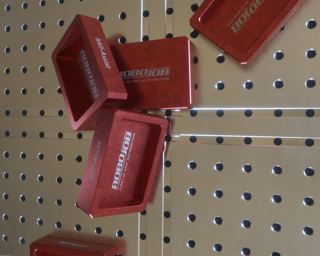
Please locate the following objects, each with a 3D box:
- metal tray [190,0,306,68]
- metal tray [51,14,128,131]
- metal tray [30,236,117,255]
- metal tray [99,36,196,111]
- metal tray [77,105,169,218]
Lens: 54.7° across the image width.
[{"bbox_3d":[0.111,-0.150,0.370,0.090,0.030,0.130,43,103,14],"label":"metal tray"},{"bbox_3d":[-0.098,-0.072,0.412,0.090,0.030,0.130,-39,65,38],"label":"metal tray"},{"bbox_3d":[-0.128,0.215,0.453,0.130,0.030,0.089,1,90,19],"label":"metal tray"},{"bbox_3d":[-0.019,-0.068,0.416,0.130,0.030,0.089,-2,89,19],"label":"metal tray"},{"bbox_3d":[-0.044,0.042,0.390,0.030,0.091,0.129,19,97,43],"label":"metal tray"}]
